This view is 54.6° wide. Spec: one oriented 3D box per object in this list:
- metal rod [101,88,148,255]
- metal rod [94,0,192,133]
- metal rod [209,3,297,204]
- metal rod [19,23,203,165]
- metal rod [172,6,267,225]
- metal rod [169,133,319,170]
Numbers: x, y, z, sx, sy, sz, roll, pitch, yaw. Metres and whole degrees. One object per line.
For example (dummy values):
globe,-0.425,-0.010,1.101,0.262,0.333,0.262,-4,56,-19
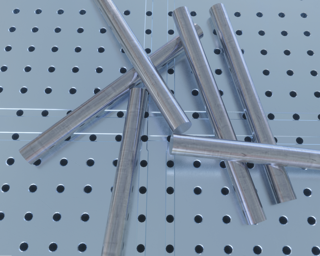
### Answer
metal rod,-0.048,0.089,0.378,0.025,0.025,0.299,7,70,2
metal rod,-0.041,-0.116,0.431,0.025,0.025,0.299,-26,64,-9
metal rod,0.121,-0.047,0.429,0.025,0.025,0.299,-12,70,-4
metal rod,-0.058,-0.054,0.431,0.301,0.025,0.025,-39,75,-13
metal rod,0.072,-0.026,0.406,0.025,0.025,0.299,-16,76,-6
metal rod,0.162,0.035,0.374,0.302,0.025,0.025,7,70,-8
